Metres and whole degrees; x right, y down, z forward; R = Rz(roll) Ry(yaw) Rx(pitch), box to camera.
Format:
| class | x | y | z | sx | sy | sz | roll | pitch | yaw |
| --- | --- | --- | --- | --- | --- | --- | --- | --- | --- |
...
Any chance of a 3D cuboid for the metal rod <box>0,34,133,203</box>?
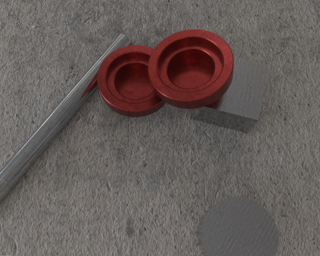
| class | x | y | z | sx | sy | sz | roll | pitch | yaw |
| --- | --- | --- | --- | --- | --- | --- | --- | --- | --- |
| metal rod | -0.135 | -0.012 | 0.411 | 0.025 | 0.025 | 0.300 | 33 | 73 | 11 |

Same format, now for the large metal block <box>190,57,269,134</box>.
| class | x | y | z | sx | sy | sz | roll | pitch | yaw |
| --- | --- | --- | --- | --- | --- | --- | --- | --- | --- |
| large metal block | 0.091 | -0.047 | 0.413 | 0.080 | 0.050 | 0.080 | 15 | 71 | 5 |

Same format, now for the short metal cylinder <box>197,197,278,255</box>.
| class | x | y | z | sx | sy | sz | roll | pitch | yaw |
| --- | --- | --- | --- | --- | --- | --- | --- | --- | --- |
| short metal cylinder | 0.085 | 0.122 | 0.351 | 0.081 | 0.050 | 0.080 | 0 | 70 | 0 |

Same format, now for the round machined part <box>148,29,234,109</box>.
| class | x | y | z | sx | sy | sz | roll | pitch | yaw |
| --- | --- | --- | --- | --- | --- | --- | --- | --- | --- |
| round machined part | 0.038 | -0.066 | 0.373 | 0.098 | 0.042 | 0.098 | -4 | 66 | 10 |

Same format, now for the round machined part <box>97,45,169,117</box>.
| class | x | y | z | sx | sy | sz | roll | pitch | yaw |
| --- | --- | --- | --- | --- | --- | --- | --- | --- | --- |
| round machined part | -0.032 | -0.059 | 0.420 | 0.099 | 0.042 | 0.098 | 0 | 70 | -1 |
